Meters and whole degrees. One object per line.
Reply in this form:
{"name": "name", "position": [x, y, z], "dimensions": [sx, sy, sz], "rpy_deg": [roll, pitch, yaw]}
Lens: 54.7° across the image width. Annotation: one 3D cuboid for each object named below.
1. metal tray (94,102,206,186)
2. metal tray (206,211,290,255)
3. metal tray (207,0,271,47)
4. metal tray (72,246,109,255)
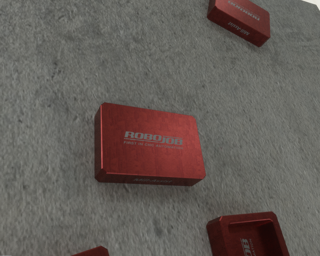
{"name": "metal tray", "position": [-0.012, 0.022, 0.382], "dimensions": [0.131, 0.030, 0.090], "rpy_deg": [7, 58, -25]}
{"name": "metal tray", "position": [0.113, 0.168, 0.360], "dimensions": [0.091, 0.030, 0.130], "rpy_deg": [4, 60, -27]}
{"name": "metal tray", "position": [0.162, -0.230, 0.631], "dimensions": [0.131, 0.030, 0.090], "rpy_deg": [23, 53, -15]}
{"name": "metal tray", "position": [-0.096, 0.162, 0.250], "dimensions": [0.131, 0.030, 0.090], "rpy_deg": [-8, 66, -32]}
